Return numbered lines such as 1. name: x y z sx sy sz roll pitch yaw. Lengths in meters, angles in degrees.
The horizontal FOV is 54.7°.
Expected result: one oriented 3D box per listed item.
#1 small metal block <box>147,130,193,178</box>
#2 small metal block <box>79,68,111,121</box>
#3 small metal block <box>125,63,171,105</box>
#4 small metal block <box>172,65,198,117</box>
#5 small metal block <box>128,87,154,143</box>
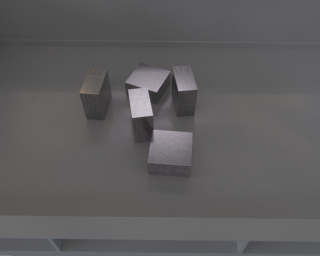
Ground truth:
1. small metal block: 0.013 0.031 0.379 0.050 0.025 0.050 4 50 3
2. small metal block: -0.087 -0.046 0.427 0.025 0.050 0.050 5 50 4
3. small metal block: -0.017 -0.067 0.461 0.050 0.025 0.050 19 53 15
4. small metal block: 0.033 -0.051 0.432 0.025 0.050 0.050 -6 50 -5
5. small metal block: -0.024 -0.016 0.402 0.025 0.050 0.050 -7 51 -6
